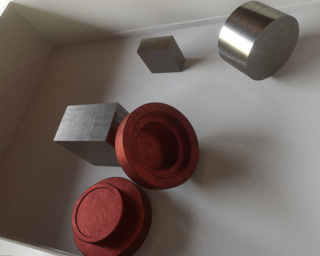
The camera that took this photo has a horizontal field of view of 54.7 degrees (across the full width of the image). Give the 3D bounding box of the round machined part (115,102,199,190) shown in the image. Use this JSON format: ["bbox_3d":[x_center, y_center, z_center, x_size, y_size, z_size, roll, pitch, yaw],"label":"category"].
[{"bbox_3d":[-0.006,0.023,0.358,0.042,0.099,0.098,-28,43,54],"label":"round machined part"}]

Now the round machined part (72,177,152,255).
[{"bbox_3d":[-0.063,0.103,0.363,0.098,0.042,0.098,-13,56,20],"label":"round machined part"}]

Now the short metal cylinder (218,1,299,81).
[{"bbox_3d":[0.118,-0.104,0.372,0.080,0.080,0.050,-42,51,-1],"label":"short metal cylinder"}]

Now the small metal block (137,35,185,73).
[{"bbox_3d":[0.003,-0.106,0.452,0.050,0.050,0.025,3,63,29],"label":"small metal block"}]

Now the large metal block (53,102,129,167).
[{"bbox_3d":[-0.071,0.012,0.397,0.080,0.080,0.050,-1,61,29],"label":"large metal block"}]
